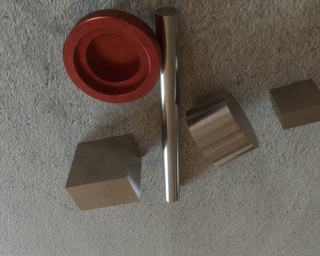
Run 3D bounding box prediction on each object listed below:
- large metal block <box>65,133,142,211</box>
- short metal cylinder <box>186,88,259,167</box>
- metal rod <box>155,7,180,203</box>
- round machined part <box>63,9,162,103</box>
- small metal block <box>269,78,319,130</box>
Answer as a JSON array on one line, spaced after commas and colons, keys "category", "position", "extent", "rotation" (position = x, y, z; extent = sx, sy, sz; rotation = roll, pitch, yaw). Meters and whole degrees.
[{"category": "large metal block", "position": [-0.072, 0.059, 0.420], "extent": [0.080, 0.080, 0.050], "rotation": [-11, 129, 9]}, {"category": "short metal cylinder", "position": [0.075, 0.000, 0.372], "extent": [0.050, 0.080, 0.080], "rotation": [-31, 124, 23]}, {"category": "metal rod", "position": [0.014, -0.003, 0.405], "extent": [0.025, 0.025, 0.298], "rotation": [-2, 130, 1]}, {"category": "round machined part", "position": [-0.047, -0.077, 0.327], "extent": [0.099, 0.042, 0.097], "rotation": [1, 131, 2]}, {"category": "small metal block", "position": [0.164, -0.029, 0.369], "extent": [0.050, 0.050, 0.025], "rotation": [-15, 129, 12]}]
